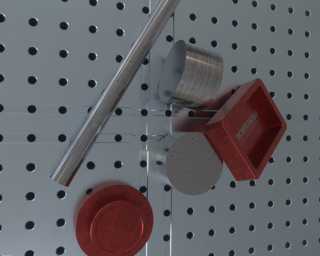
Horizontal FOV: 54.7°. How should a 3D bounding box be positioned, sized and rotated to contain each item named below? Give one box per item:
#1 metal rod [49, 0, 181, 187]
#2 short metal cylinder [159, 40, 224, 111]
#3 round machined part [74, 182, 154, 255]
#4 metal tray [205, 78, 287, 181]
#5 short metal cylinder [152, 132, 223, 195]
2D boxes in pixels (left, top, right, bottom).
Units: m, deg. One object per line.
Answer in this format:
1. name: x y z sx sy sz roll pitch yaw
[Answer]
1. metal rod: -0.048 -0.065 0.394 0.025 0.025 0.300 33 79 -17
2. short metal cylinder: 0.037 -0.066 0.397 0.050 0.080 0.080 14 86 -20
3. round machined part: -0.054 0.119 0.384 0.099 0.042 0.097 0 90 -20
4. metal tray: 0.124 -0.001 0.428 0.131 0.030 0.090 -43 105 -40
5. short metal cylinder: 0.036 0.045 0.412 0.081 0.050 0.080 0 90 -20
